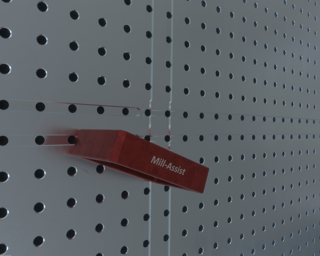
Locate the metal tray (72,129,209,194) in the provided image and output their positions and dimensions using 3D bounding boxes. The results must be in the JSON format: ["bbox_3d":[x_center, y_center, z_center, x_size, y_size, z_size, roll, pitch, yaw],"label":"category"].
[{"bbox_3d":[-0.020,0.038,0.349,0.131,0.090,0.030,26,74,-37],"label":"metal tray"}]
